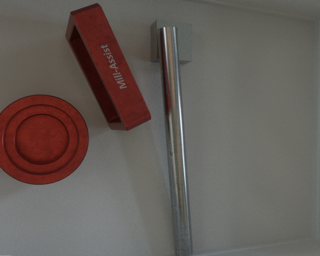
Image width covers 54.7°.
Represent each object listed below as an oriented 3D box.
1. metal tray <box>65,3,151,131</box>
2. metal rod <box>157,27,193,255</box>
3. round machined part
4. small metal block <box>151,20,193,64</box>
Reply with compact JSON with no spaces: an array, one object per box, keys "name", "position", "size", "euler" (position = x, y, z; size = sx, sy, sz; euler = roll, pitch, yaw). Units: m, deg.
[{"name":"metal tray","position":[-0.062,-0.061,0.353],"size":[0.030,0.090,0.129],"euler":[-28,100,-18]},{"name":"metal rod","position":[0.021,0.024,0.404],"size":[0.025,0.025,0.298],"euler":[-8,98,-20]},{"name":"round machined part","position":[-0.134,0.012,0.352],"size":[0.099,0.042,0.097],"euler":[0,90,-21]},{"name":"small metal block","position":[0.015,-0.114,0.417],"size":[0.050,0.025,0.050],"euler":[-1,90,-21]}]
